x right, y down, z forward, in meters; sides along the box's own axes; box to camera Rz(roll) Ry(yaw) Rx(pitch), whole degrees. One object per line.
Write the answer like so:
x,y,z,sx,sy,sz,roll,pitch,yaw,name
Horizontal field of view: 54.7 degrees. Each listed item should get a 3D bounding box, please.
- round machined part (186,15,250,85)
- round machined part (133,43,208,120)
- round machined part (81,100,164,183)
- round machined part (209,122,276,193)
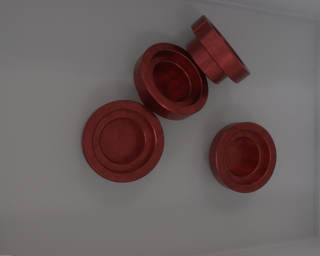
0.072,-0.096,0.408,0.042,0.098,0.098,-38,105,21,round machined part
0.010,-0.055,0.393,0.099,0.042,0.098,13,63,-28,round machined part
-0.048,0.016,0.384,0.099,0.042,0.097,0,90,-20,round machined part
0.113,0.040,0.443,0.099,0.042,0.097,0,90,-20,round machined part
